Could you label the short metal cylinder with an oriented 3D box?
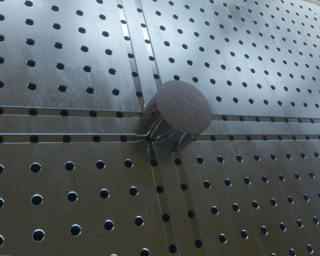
[{"bbox_3d":[0.021,-0.016,0.413,0.081,0.050,0.080,13,56,-21],"label":"short metal cylinder"}]
